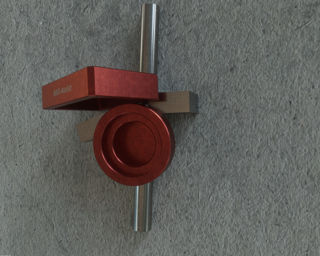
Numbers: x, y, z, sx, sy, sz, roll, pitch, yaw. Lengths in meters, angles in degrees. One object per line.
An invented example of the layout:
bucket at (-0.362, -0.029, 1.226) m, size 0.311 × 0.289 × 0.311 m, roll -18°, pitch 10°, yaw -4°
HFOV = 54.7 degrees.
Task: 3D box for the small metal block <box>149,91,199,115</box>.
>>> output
small metal block at (0.019, -0.030, 0.390) m, size 0.050 × 0.050 × 0.025 m, roll -2°, pitch 90°, yaw 19°

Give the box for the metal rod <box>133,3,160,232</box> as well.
metal rod at (-0.018, -0.013, 0.416) m, size 0.025 × 0.025 × 0.298 m, roll 2°, pitch 91°, yaw 19°

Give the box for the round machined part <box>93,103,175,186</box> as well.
round machined part at (-0.028, 0.018, 0.381) m, size 0.098 × 0.042 × 0.097 m, roll 1°, pitch 94°, yaw 17°

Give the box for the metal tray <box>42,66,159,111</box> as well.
metal tray at (-0.076, -0.043, 0.377) m, size 0.130 × 0.091 × 0.030 m, roll -5°, pitch 87°, yaw 49°

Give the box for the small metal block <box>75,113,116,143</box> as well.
small metal block at (-0.077, -0.001, 0.423) m, size 0.050 × 0.050 × 0.025 m, roll -20°, pitch 84°, yaw 18°
